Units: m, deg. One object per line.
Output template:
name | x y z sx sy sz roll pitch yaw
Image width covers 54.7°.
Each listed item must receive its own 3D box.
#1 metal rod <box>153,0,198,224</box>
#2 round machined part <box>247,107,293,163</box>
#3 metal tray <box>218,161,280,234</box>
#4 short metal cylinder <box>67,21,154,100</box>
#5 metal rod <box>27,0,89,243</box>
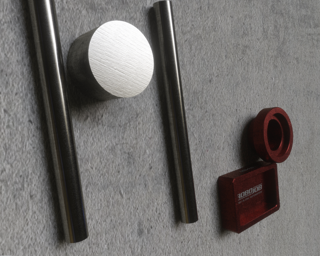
metal rod | 0.022 -0.017 0.423 0.025 0.025 0.298 -13 98 -39
round machined part | 0.193 0.013 0.553 0.099 0.042 0.097 3 85 -40
metal tray | 0.156 0.114 0.532 0.131 0.030 0.089 -11 97 -39
short metal cylinder | -0.054 -0.072 0.343 0.081 0.050 0.080 0 90 -40
metal rod | -0.106 -0.030 0.315 0.025 0.025 0.298 -12 97 -39
